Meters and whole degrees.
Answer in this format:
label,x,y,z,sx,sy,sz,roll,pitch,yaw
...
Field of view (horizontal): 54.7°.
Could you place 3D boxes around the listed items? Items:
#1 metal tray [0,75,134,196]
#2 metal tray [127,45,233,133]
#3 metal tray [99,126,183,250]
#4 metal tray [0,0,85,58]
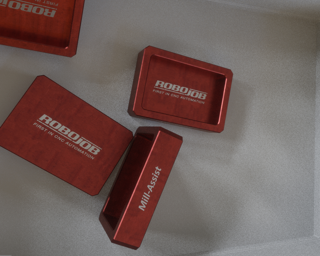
label,x,y,z,sx,sy,sz,roll,pitch,yaw
metal tray,-0.109,0.010,0.368,0.130,0.030,0.090,34,79,-17
metal tray,0.029,-0.048,0.418,0.131,0.030,0.090,11,86,-20
metal tray,-0.026,0.063,0.366,0.030,0.090,0.130,26,82,-18
metal tray,-0.150,-0.133,0.327,0.131,0.030,0.089,7,124,-20
